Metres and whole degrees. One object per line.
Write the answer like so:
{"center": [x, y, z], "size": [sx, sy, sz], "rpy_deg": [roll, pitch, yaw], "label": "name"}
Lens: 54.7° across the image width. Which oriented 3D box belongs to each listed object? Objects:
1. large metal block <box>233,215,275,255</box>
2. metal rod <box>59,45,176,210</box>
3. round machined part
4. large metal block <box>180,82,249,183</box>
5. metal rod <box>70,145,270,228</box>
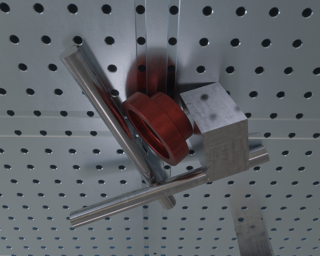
{"center": [0.177, 0.221, 0.566], "size": [0.050, 0.080, 0.080], "rpy_deg": [-19, 128, 15], "label": "large metal block"}
{"center": [-0.042, 0.021, 0.429], "size": [0.025, 0.025, 0.299], "rpy_deg": [-18, 128, 14], "label": "metal rod"}
{"center": [0.002, -0.005, 0.373], "size": [0.042, 0.098, 0.098], "rpy_deg": [-40, 128, -14], "label": "round machined part"}
{"center": [0.065, 0.004, 0.374], "size": [0.050, 0.080, 0.080], "rpy_deg": [-18, 129, -3], "label": "large metal block"}
{"center": [0.011, 0.088, 0.456], "size": [0.301, 0.025, 0.025], "rpy_deg": [-20, 128, 4], "label": "metal rod"}
